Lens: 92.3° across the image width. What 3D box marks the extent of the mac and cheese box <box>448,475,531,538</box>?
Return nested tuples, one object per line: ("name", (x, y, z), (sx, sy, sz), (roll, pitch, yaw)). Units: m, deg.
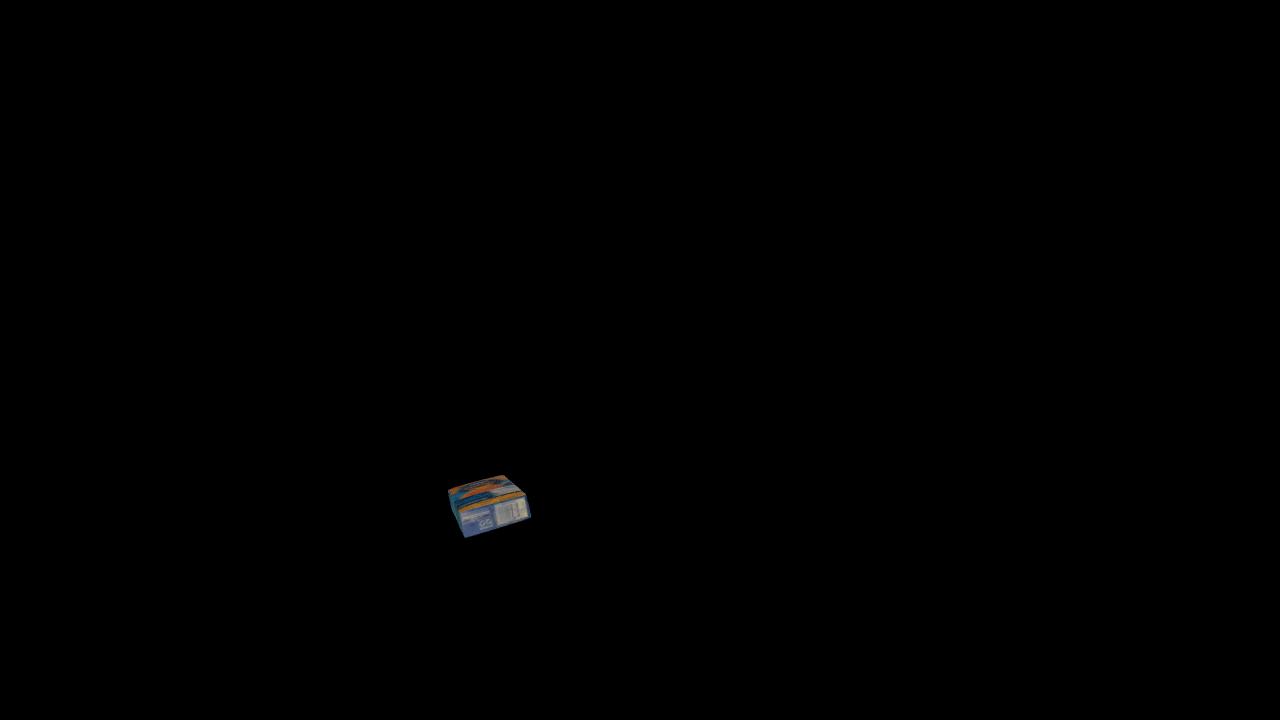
("mac and cheese box", (-0.225, 0.209, 0.899), (0.093, 0.041, 0.184), (-14, 3, -22))
